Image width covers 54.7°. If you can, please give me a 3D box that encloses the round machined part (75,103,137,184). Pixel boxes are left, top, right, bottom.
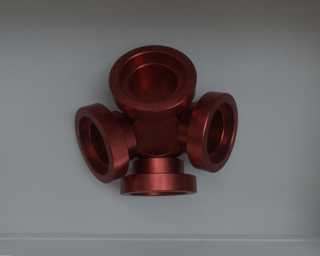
[{"bbox_3d":[-0.065,0.016,0.386,0.042,0.098,0.097,-21,114,-33],"label":"round machined part"}]

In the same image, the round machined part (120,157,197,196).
[{"bbox_3d":[-0.002,0.065,0.404,0.099,0.098,0.042,-1,74,0],"label":"round machined part"}]

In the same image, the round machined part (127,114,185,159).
[{"bbox_3d":[-0.004,0.002,0.401,0.099,0.042,0.097,0,110,-1],"label":"round machined part"}]

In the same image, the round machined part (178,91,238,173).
[{"bbox_3d":[0.057,0.003,0.383,0.042,0.099,0.097,12,115,34],"label":"round machined part"}]

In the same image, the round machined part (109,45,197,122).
[{"bbox_3d":[-0.007,-0.047,0.363,0.099,0.098,0.042,-3,148,1],"label":"round machined part"}]
